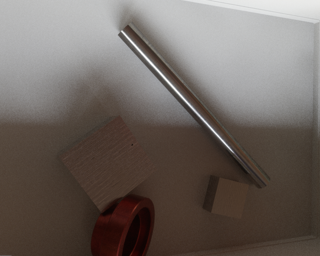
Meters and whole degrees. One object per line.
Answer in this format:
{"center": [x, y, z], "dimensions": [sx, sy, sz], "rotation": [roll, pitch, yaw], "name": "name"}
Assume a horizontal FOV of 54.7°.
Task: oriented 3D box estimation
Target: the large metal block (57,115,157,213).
{"center": [-0.064, 0.040, 0.374], "dimensions": [0.080, 0.050, 0.080], "rotation": [-37, 102, -17], "name": "large metal block"}

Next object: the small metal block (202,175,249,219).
{"center": [0.095, 0.099, 0.447], "dimensions": [0.050, 0.025, 0.050], "rotation": [17, 84, -20], "name": "small metal block"}

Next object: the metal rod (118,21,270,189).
{"center": [0.056, -0.022, 0.432], "dimensions": [0.300, 0.025, 0.025], "rotation": [46, 76, -15], "name": "metal rod"}

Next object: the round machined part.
{"center": [-0.045, 0.127, 0.367], "dimensions": [0.042, 0.098, 0.097], "rotation": [10, 86, 21], "name": "round machined part"}
